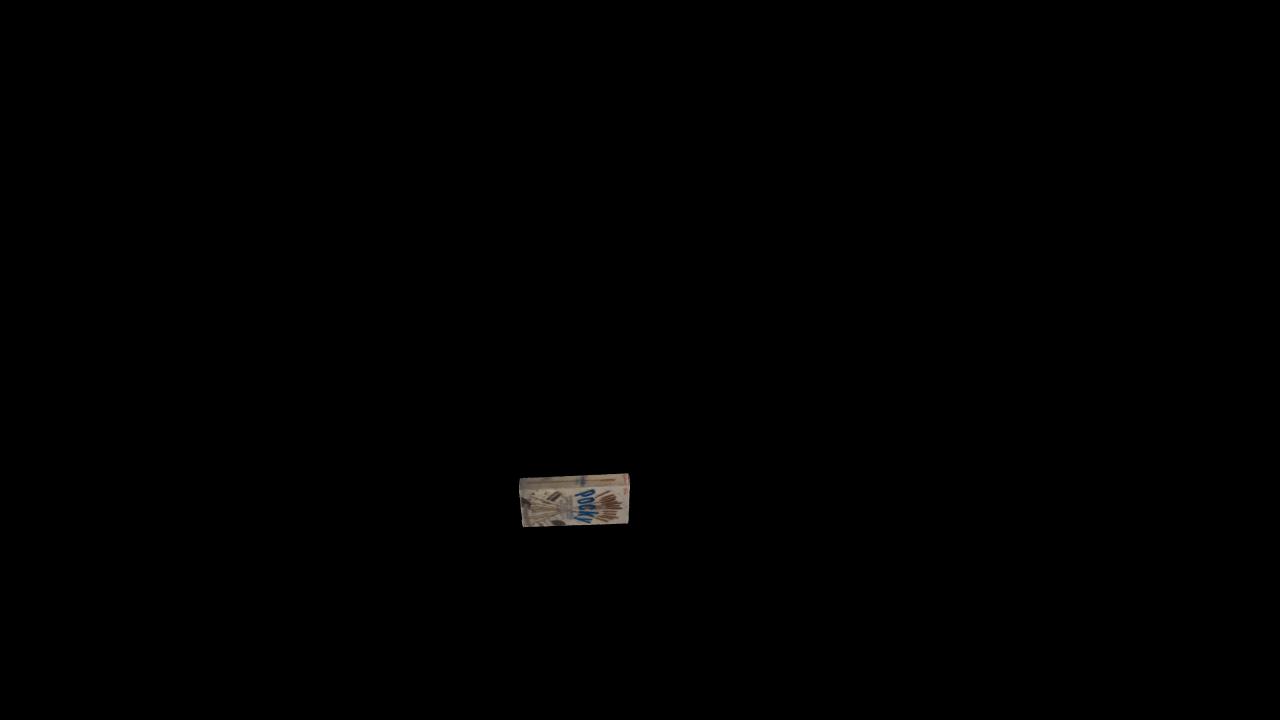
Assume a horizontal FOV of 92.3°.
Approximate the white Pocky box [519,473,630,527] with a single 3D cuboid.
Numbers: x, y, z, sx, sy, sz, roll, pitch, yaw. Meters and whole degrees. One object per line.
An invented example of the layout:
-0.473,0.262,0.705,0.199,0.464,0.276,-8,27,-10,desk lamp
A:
-0.092,0.200,0.876,0.154,0.084,0.028,-1,36,-5,white Pocky box
